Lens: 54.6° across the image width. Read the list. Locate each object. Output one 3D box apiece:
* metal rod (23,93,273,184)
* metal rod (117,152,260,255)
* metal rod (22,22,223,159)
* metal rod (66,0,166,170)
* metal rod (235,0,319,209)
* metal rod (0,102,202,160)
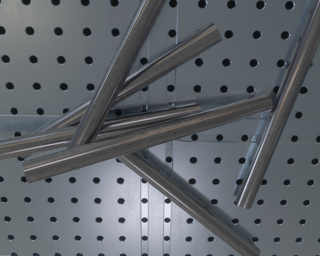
[{"bbox_3d":[-0.002,0.007,0.368,0.302,0.025,0.025,-16,110,-14],"label":"metal rod"},{"bbox_3d":[0.036,0.105,0.452,0.300,0.025,0.025,40,105,-14],"label":"metal rod"},{"bbox_3d":[-0.060,-0.042,0.397,0.300,0.025,0.025,-30,108,10],"label":"metal rod"},{"bbox_3d":[-0.037,-0.087,0.353,0.025,0.025,0.299,27,97,-10],"label":"metal rod"},{"bbox_3d":[0.159,-0.025,0.405,0.025,0.025,0.298,13,110,-5],"label":"metal rod"},{"bbox_3d":[-0.096,0.007,0.393,0.302,0.025,0.025,-11,110,-5],"label":"metal rod"}]
